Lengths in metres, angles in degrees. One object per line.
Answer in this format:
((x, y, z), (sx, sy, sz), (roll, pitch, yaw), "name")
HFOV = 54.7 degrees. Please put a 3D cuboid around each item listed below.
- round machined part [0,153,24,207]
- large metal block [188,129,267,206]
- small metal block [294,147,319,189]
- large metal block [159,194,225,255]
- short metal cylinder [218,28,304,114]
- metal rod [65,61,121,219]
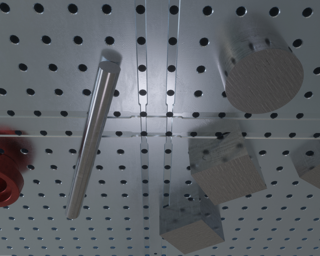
((-0.252, 0.072, 0.459), (0.099, 0.042, 0.097), (0, 130, 0), "round machined part")
((0.097, 0.058, 0.446), (0.080, 0.050, 0.080), (-24, 127, 18), "large metal block")
((0.242, 0.061, 0.466), (0.050, 0.025, 0.050), (28, 125, -22), "small metal block")
((0.055, 0.170, 0.540), (0.080, 0.050, 0.080), (-28, 125, 21), "large metal block")
((0.109, -0.062, 0.343), (0.081, 0.050, 0.079), (0, 130, 0), "short metal cylinder")
((-0.104, 0.039, 0.443), (0.025, 0.025, 0.298), (14, 129, -12), "metal rod")
